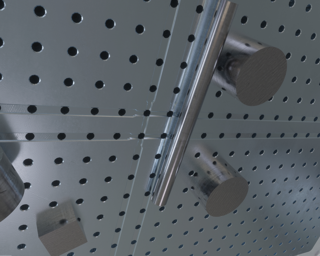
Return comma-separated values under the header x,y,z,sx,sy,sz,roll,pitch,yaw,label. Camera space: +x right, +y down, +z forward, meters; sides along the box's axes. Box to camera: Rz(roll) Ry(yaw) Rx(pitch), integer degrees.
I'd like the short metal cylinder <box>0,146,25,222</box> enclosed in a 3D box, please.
x,y,z,sx,sy,sz,roll,pitch,yaw,label
-0.187,0.058,0.310,0.081,0.080,0.050,-23,127,-15,short metal cylinder

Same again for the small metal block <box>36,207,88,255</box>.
x,y,z,sx,sy,sz,roll,pitch,yaw,label
-0.134,0.145,0.428,0.050,0.025,0.050,-23,127,-15,small metal block

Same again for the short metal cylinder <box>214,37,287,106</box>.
x,y,z,sx,sy,sz,roll,pitch,yaw,label
0.120,-0.076,0.414,0.081,0.050,0.079,-14,124,-21,short metal cylinder

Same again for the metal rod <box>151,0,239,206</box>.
x,y,z,sx,sy,sz,roll,pitch,yaw,label
0.039,-0.018,0.421,0.025,0.025,0.298,3,117,-30,metal rod

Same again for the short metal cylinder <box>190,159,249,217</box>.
x,y,z,sx,sy,sz,roll,pitch,yaw,label
0.097,0.098,0.509,0.081,0.050,0.079,-14,124,-21,short metal cylinder
